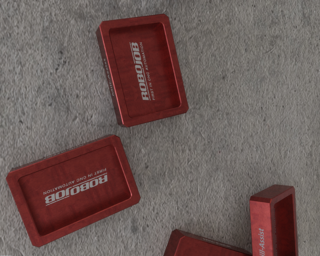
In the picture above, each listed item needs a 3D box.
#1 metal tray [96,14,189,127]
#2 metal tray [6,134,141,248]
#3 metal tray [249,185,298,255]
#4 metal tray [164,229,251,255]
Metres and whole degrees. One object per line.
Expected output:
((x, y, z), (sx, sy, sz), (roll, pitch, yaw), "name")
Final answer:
((-0.022, -0.073, 0.397), (0.091, 0.030, 0.129), (-15, 95, -20), "metal tray")
((-0.099, 0.070, 0.369), (0.131, 0.030, 0.090), (-20, 97, -19), "metal tray")
((0.167, 0.155, 0.447), (0.091, 0.030, 0.129), (-5, 92, -47), "metal tray")
((0.065, 0.204, 0.430), (0.131, 0.030, 0.090), (23, 83, -19), "metal tray")
